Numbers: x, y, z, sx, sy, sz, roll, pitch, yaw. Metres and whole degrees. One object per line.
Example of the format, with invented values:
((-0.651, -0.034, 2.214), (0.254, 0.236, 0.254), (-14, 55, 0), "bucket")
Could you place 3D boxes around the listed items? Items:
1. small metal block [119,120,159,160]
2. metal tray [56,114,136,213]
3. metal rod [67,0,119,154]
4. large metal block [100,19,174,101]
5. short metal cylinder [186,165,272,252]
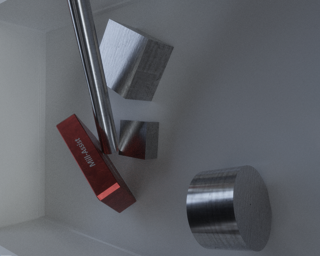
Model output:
((-0.030, 0.015, 0.429), (0.050, 0.025, 0.050), (5, 93, 39), "small metal block")
((-0.088, 0.050, 0.435), (0.030, 0.090, 0.130), (-35, 63, -7), "metal tray")
((-0.087, -0.101, 0.371), (0.025, 0.025, 0.298), (17, 126, 38), "metal rod")
((-0.040, -0.091, 0.421), (0.080, 0.050, 0.079), (36, 112, 33), "large metal block")
((0.071, 0.080, 0.311), (0.050, 0.081, 0.080), (-15, 80, 39), "short metal cylinder")
